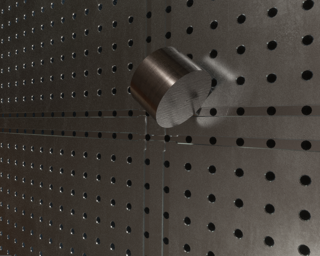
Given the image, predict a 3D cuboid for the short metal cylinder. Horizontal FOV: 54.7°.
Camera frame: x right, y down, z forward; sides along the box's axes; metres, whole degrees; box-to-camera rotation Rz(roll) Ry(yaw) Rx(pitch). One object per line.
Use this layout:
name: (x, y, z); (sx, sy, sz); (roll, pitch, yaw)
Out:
short metal cylinder: (0.013, -0.047, 0.361); (0.050, 0.081, 0.080); (47, 118, 29)
